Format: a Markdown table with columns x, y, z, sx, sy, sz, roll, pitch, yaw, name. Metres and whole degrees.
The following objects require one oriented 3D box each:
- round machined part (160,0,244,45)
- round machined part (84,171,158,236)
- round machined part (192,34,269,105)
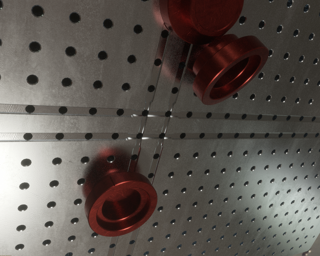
| x | y | z | sx | sy | sz | roll | pitch | yaw | name |
| --- | --- | --- | --- | --- | --- | --- | --- | --- | --- |
| 0.053 | -0.141 | 0.344 | 0.099 | 0.042 | 0.097 | -14 | 125 | -21 | round machined part |
| -0.057 | 0.100 | 0.433 | 0.099 | 0.042 | 0.097 | -14 | 125 | -21 | round machined part |
| 0.080 | -0.076 | 0.381 | 0.099 | 0.042 | 0.098 | -30 | 159 | -12 | round machined part |
